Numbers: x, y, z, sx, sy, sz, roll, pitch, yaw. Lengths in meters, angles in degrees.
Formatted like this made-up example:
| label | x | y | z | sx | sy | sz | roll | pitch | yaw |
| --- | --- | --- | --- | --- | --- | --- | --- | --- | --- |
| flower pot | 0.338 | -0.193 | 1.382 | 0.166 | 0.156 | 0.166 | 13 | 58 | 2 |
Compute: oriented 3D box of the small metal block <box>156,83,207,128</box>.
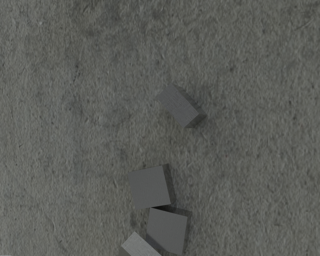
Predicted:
| label | x | y | z | sx | sy | sz | roll | pitch | yaw |
| --- | --- | --- | --- | --- | --- | --- | --- | --- | --- |
| small metal block | 0.029 | -0.027 | 0.385 | 0.025 | 0.050 | 0.050 | -44 | 77 | 15 |

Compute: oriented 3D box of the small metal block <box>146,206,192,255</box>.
| label | x | y | z | sx | sy | sz | roll | pitch | yaw |
| --- | --- | --- | --- | --- | --- | --- | --- | --- | --- |
| small metal block | 0.011 | 0.131 | 0.404 | 0.050 | 0.025 | 0.050 | 9 | 93 | 19 |

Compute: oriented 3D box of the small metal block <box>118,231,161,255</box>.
| label | x | y | z | sx | sy | sz | roll | pitch | yaw |
| --- | --- | --- | --- | --- | --- | --- | --- | --- | --- |
| small metal block | -0.026 | 0.169 | 0.403 | 0.050 | 0.025 | 0.050 | 38 | 145 | 15 |

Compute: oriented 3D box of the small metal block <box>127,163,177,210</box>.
| label | x | y | z | sx | sy | sz | roll | pitch | yaw |
| --- | --- | --- | --- | --- | --- | --- | --- | --- | --- |
| small metal block | -0.010 | 0.078 | 0.412 | 0.050 | 0.025 | 0.050 | -14 | 85 | 19 |
